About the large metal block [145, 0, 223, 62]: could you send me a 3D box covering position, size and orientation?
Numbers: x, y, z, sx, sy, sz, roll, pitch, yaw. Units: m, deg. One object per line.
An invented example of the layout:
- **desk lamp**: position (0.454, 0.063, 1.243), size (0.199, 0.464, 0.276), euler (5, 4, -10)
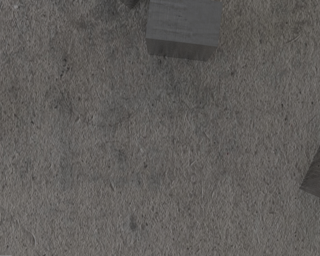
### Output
- **large metal block**: position (0.027, -0.120, 0.382), size (0.080, 0.080, 0.050), euler (7, 90, 0)

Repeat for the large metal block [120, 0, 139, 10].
- **large metal block**: position (-0.045, -0.217, 0.397), size (0.080, 0.050, 0.080), euler (39, 90, 0)

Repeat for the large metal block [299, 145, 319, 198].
- **large metal block**: position (0.231, 0.058, 0.384), size (0.050, 0.080, 0.080), euler (25, 90, 0)
